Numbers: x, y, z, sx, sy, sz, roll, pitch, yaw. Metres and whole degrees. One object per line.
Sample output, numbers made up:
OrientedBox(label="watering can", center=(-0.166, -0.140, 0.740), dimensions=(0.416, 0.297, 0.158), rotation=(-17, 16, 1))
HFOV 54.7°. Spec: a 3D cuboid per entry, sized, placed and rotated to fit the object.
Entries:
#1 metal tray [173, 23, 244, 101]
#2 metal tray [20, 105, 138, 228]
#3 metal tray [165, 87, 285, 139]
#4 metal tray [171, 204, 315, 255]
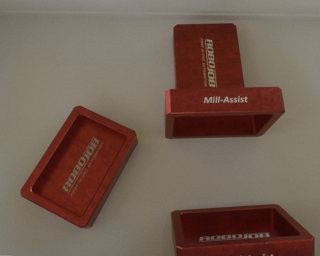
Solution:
OrientedBox(label="metal tray", center=(0.066, -0.085, 0.438), dimensions=(0.091, 0.030, 0.130), rotation=(-1, 70, -1))
OrientedBox(label="metal tray", center=(-0.097, 0.046, 0.389), dimensions=(0.090, 0.030, 0.130), rotation=(25, 72, 8))
OrientedBox(label="metal tray", center=(0.072, -0.016, 0.381), dimensions=(0.131, 0.090, 0.030), rotation=(-1, 70, -1))
OrientedBox(label="metal tray", center=(0.080, 0.116, 0.331), dimensions=(0.131, 0.090, 0.030), rotation=(-3, 97, -1))
